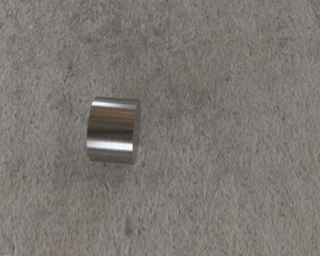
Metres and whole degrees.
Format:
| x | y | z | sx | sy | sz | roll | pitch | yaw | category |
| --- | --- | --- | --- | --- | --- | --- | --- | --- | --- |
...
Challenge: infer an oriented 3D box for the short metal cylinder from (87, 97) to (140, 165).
| x | y | z | sx | sy | sz | roll | pitch | yaw | category |
| --- | --- | --- | --- | --- | --- | --- | --- | --- | --- |
| -0.053 | 0.003 | 0.377 | 0.050 | 0.080 | 0.080 | 4 | 70 | 1 | short metal cylinder |
